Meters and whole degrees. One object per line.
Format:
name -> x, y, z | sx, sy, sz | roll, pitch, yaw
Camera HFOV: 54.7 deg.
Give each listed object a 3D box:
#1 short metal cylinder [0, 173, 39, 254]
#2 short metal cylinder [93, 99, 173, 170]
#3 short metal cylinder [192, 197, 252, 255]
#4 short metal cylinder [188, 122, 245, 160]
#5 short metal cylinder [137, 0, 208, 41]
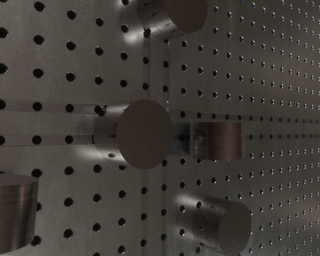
short metal cylinder -> -0.144, 0.067, 0.253 | 0.081, 0.080, 0.050 | 6, 86, -40
short metal cylinder -> -0.031, 0.007, 0.369 | 0.081, 0.050, 0.079 | 0, 91, -40
short metal cylinder -> 0.096, 0.150, 0.477 | 0.081, 0.050, 0.079 | 0, 90, -40
short metal cylinder -> 0.081, 0.017, 0.444 | 0.081, 0.080, 0.050 | 0, 90, -40
short metal cylinder -> 0.017, -0.161, 0.409 | 0.081, 0.050, 0.079 | 0, 90, -40
